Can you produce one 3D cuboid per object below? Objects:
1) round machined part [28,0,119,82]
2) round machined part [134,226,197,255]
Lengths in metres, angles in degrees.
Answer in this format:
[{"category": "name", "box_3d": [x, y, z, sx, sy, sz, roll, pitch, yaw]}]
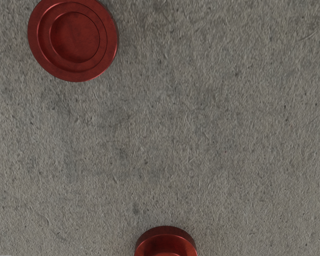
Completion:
[{"category": "round machined part", "box_3d": [-0.096, -0.106, 0.361, 0.099, 0.042, 0.097, 0, 110, 0]}, {"category": "round machined part", "box_3d": [0.009, 0.204, 0.476, 0.099, 0.042, 0.097, 0, 110, 0]}]
